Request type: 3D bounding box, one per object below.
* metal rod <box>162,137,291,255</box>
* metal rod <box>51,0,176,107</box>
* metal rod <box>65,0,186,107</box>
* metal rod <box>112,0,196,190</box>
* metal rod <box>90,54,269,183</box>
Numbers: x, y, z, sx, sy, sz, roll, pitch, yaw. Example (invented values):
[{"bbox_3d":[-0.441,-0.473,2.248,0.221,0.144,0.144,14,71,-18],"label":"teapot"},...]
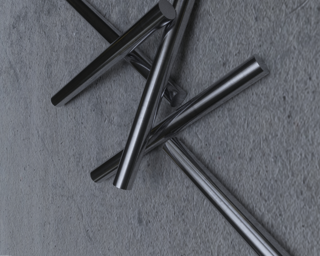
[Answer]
[{"bbox_3d":[0.103,0.116,0.320,0.300,0.025,0.025,47,118,30],"label":"metal rod"},{"bbox_3d":[-0.088,-0.091,0.451,0.299,0.025,0.025,-23,75,45],"label":"metal rod"},{"bbox_3d":[-0.066,-0.132,0.459,0.300,0.025,0.025,47,118,29],"label":"metal rod"},{"bbox_3d":[0.001,-0.069,0.374,0.025,0.025,0.298,21,94,38],"label":"metal rod"},{"bbox_3d":[0.003,0.005,0.402,0.299,0.025,0.025,-35,69,34],"label":"metal rod"}]
